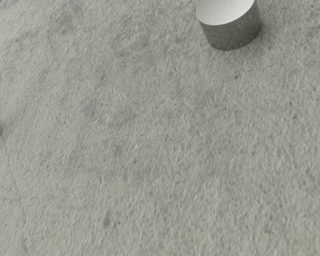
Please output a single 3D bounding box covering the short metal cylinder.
[{"bbox_3d":[0.096,-0.155,0.432,0.080,0.050,0.080,-13,56,20],"label":"short metal cylinder"}]
